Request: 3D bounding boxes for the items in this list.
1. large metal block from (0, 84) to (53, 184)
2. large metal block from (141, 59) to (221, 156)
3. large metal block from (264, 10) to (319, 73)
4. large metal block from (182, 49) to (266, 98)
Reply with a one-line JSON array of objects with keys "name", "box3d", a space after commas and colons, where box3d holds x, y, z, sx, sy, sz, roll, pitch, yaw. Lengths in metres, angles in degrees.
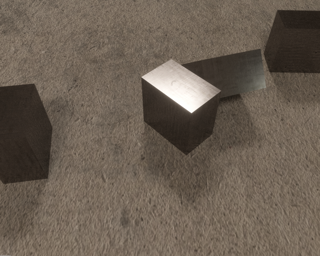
[{"name": "large metal block", "box3d": [-0.164, 0.007, 0.359, 0.050, 0.080, 0.080, -7, 51, -6]}, {"name": "large metal block", "box3d": [0.024, -0.026, 0.390, 0.050, 0.080, 0.080, -37, 59, -26]}, {"name": "large metal block", "box3d": [0.217, -0.133, 0.482, 0.081, 0.080, 0.050, 1, 50, 0]}, {"name": "large metal block", "box3d": [0.083, -0.072, 0.422, 0.081, 0.050, 0.080, -13, 10, -12]}]
